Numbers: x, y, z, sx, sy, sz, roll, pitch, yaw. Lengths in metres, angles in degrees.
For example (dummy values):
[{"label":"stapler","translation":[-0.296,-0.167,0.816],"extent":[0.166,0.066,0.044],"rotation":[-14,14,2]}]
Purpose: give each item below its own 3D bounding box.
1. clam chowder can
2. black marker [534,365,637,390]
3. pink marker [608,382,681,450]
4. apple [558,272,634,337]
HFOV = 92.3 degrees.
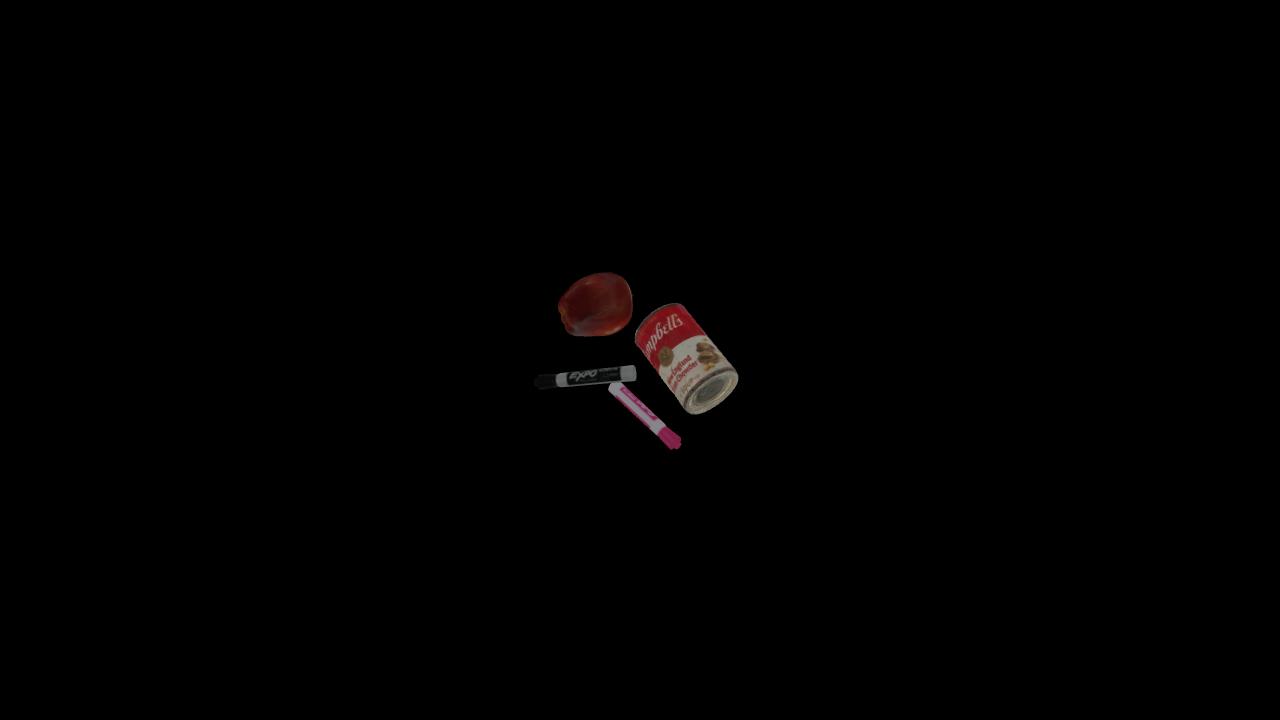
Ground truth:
[{"label":"clam chowder can","translation":[0.048,-0.001,0.647],"extent":[0.068,0.102,0.068],"rotation":[-26,-31,-17]},{"label":"black marker","translation":[-0.065,0.021,0.714],"extent":[0.121,0.020,0.020],"rotation":[-6,-1,10]},{"label":"pink marker","translation":[0.006,0.067,0.747],"extent":[0.121,0.020,0.020],"rotation":[41,24,30]},{"label":"apple","translation":[-0.051,-0.067,0.745],"extent":[0.093,0.079,0.079],"rotation":[-18,6,-20]}]
